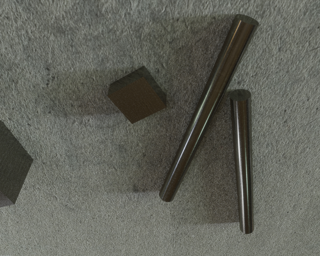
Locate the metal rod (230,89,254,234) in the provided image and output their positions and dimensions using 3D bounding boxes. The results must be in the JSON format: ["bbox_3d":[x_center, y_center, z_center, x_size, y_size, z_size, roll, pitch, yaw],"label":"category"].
[{"bbox_3d":[0.128,0.071,0.469,0.025,0.025,0.298,-9,130,7],"label":"metal rod"}]

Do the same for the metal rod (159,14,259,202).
[{"bbox_3d":[0.050,-0.001,0.407,0.025,0.025,0.298,11,129,-10],"label":"metal rod"}]

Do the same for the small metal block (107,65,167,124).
[{"bbox_3d":[-0.027,-0.039,0.374,0.050,0.025,0.050,-25,126,19],"label":"small metal block"}]

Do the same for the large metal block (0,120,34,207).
[{"bbox_3d":[-0.224,0.050,0.410,0.050,0.080,0.080,-13,129,10],"label":"large metal block"}]
